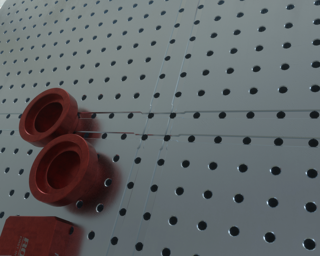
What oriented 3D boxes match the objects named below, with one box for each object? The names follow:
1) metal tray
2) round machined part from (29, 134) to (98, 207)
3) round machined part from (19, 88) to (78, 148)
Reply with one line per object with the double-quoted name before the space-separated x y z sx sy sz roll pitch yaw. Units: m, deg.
"metal tray" -0.169 0.178 0.385 0.090 0.030 0.130 -7 59 24
"round machined part" -0.127 0.061 0.427 0.098 0.042 0.098 -13 56 21
"round machined part" -0.171 -0.013 0.495 0.098 0.042 0.098 -13 56 21
